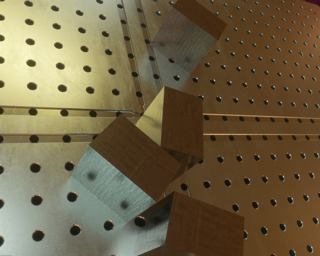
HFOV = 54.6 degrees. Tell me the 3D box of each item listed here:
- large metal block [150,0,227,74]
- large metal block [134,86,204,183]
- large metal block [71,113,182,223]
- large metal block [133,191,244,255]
[{"bbox_3d":[0.043,-0.146,0.484,0.080,0.080,0.050,34,51,-6],"label":"large metal block"},{"bbox_3d":[0.009,0.010,0.371,0.050,0.080,0.080,17,55,-19],"label":"large metal block"},{"bbox_3d":[-0.038,0.045,0.325,0.080,0.080,0.050,40,51,-1],"label":"large metal block"},{"bbox_3d":[0.028,0.113,0.319,0.080,0.080,0.050,23,53,-14],"label":"large metal block"}]
